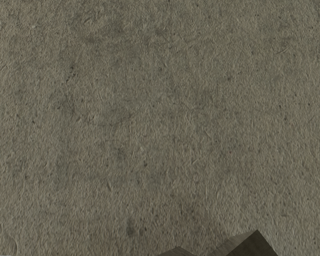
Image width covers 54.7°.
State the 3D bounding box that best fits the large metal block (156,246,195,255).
[{"bbox_3d":[0.011,0.165,0.298,0.081,0.080,0.050,-11,96,-30],"label":"large metal block"}]

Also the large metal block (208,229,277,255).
[{"bbox_3d":[0.093,0.158,0.318,0.050,0.080,0.080,-31,73,-19],"label":"large metal block"}]
